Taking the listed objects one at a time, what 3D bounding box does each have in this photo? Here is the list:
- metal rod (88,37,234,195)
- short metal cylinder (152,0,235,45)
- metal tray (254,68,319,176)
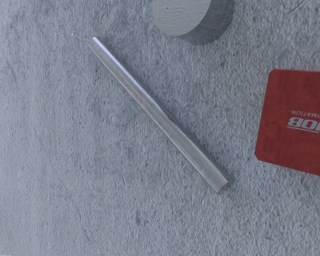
[{"bbox_3d":[-0.014,-0.033,0.414,0.300,0.025,0.025,49,119,28],"label":"metal rod"},{"bbox_3d":[0.038,-0.141,0.356,0.080,0.050,0.079,0,90,39],"label":"short metal cylinder"},{"bbox_3d":[0.157,-0.001,0.271,0.130,0.030,0.089,14,99,38],"label":"metal tray"}]
